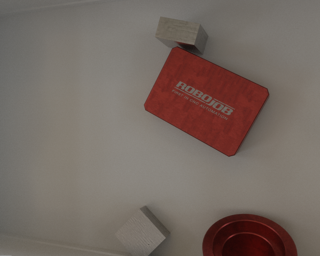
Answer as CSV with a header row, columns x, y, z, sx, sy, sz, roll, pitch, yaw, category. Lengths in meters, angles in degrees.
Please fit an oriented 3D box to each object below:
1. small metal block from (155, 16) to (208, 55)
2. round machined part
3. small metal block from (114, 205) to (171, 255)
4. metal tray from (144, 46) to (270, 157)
x,y,z,sx,sy,sz,roll,pitch,yaw,category
0.028,-0.114,0.387,0.050,0.050,0.025,17,96,19,small metal block
0.098,0.146,0.344,0.098,0.098,0.042,2,120,19,round machined part
-0.023,0.142,0.415,0.050,0.025,0.050,45,98,14,small metal block
0.056,-0.034,0.388,0.130,0.030,0.090,30,99,17,metal tray
